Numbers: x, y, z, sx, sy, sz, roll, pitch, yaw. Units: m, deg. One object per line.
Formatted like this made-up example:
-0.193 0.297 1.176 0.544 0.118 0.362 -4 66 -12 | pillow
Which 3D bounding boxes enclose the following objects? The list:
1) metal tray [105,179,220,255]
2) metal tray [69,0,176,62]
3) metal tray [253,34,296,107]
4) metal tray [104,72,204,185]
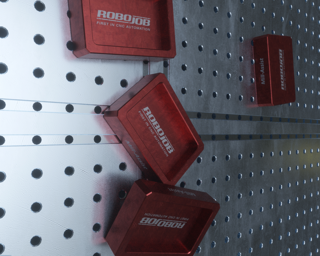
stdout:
0.008 0.120 0.393 0.131 0.030 0.090 20 101 -39 | metal tray
-0.040 -0.129 0.373 0.131 0.030 0.089 -8 95 -40 | metal tray
0.222 -0.110 0.595 0.091 0.030 0.129 -10 97 -40 | metal tray
-0.002 0.005 0.406 0.090 0.030 0.130 -47 118 -30 | metal tray
